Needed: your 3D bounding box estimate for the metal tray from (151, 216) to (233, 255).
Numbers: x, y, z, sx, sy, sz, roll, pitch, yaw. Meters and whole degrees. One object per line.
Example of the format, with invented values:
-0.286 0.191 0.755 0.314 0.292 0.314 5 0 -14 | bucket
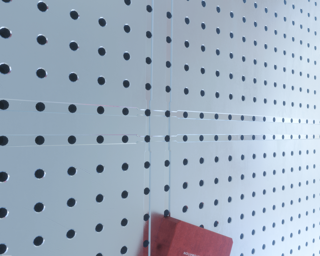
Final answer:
0.046 0.187 0.444 0.131 0.030 0.090 30 71 -36 | metal tray
